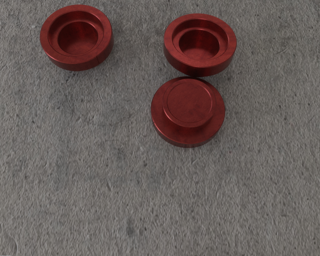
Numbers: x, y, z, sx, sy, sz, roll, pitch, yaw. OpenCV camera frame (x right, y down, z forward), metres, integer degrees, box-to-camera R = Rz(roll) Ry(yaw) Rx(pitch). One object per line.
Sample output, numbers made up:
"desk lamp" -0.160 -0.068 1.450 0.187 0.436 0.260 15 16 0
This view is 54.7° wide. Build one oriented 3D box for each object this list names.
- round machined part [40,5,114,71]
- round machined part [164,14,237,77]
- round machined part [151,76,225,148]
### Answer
"round machined part" -0.115 -0.123 0.443 0.099 0.042 0.098 0 70 0
"round machined part" 0.054 -0.110 0.435 0.099 0.042 0.098 1 62 -1
"round machined part" 0.037 -0.026 0.409 0.099 0.042 0.098 0 70 0
